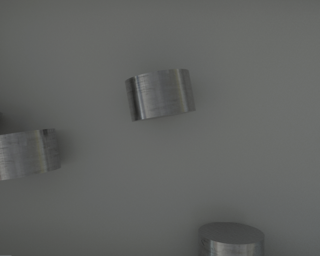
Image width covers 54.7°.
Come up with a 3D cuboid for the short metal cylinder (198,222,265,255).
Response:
[{"bbox_3d":[0.088,0.155,0.385,0.081,0.080,0.050,1,90,-1],"label":"short metal cylinder"}]

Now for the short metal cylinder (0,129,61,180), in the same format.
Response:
[{"bbox_3d":[-0.167,0.031,0.382,0.081,0.080,0.050,-9,90,0],"label":"short metal cylinder"}]

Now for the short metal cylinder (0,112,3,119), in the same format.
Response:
[{"bbox_3d":[-0.244,-0.012,0.377,0.080,0.080,0.050,22,80,-1],"label":"short metal cylinder"}]

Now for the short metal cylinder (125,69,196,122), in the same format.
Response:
[{"bbox_3d":[0.001,-0.039,0.384,0.080,0.080,0.050,-10,90,0],"label":"short metal cylinder"}]
